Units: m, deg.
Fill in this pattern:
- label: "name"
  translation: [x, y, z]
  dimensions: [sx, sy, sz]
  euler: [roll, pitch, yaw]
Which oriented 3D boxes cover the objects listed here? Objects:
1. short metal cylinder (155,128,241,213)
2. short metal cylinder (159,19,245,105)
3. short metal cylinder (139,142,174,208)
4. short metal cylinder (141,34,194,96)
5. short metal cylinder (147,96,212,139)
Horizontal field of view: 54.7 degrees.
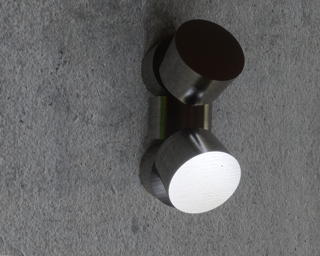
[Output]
- label: "short metal cylinder"
  translation: [0.040, 0.046, 0.341]
  dimensions: [0.081, 0.050, 0.079]
  euler: [-8, 120, -14]
- label: "short metal cylinder"
  translation: [0.045, -0.072, 0.344]
  dimensions: [0.081, 0.050, 0.080]
  euler: [9, 62, -17]
- label: "short metal cylinder"
  translation: [0.018, 0.058, 0.404]
  dimensions: [0.081, 0.050, 0.080]
  euler: [0, 90, -20]
- label: "short metal cylinder"
  translation: [0.021, -0.077, 0.405]
  dimensions: [0.081, 0.050, 0.080]
  euler: [0, 90, -20]
- label: "short metal cylinder"
  translation: [0.025, -0.011, 0.391]
  dimensions: [0.081, 0.080, 0.050]
  euler: [2, 90, -20]
